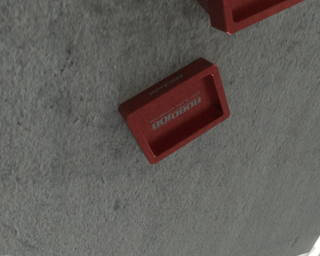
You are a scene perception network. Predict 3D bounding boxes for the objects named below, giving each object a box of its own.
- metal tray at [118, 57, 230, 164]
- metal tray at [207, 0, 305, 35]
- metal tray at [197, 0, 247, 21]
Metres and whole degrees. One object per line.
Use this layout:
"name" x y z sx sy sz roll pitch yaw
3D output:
"metal tray" 0.023 -0.021 0.404 0.131 0.030 0.090 -32 129 -8
"metal tray" 0.110 -0.166 0.323 0.131 0.030 0.090 -27 128 -12
"metal tray" 0.058 -0.186 0.321 0.130 0.030 0.090 33 100 -39
